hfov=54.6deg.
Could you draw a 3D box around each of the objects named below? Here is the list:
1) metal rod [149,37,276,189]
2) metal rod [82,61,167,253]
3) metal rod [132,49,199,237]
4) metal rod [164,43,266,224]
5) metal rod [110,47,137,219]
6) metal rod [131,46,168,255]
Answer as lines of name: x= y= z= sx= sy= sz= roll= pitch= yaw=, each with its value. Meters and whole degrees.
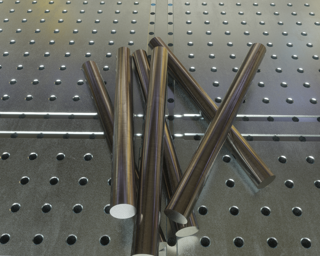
metal rod: x=0.057 y=-0.041 z=0.442 sx=0.025 sy=0.025 sz=0.300 roll=-20 pitch=53 yaw=-16
metal rod: x=-0.057 y=0.012 z=0.397 sx=0.025 sy=0.025 sz=0.300 roll=-16 pitch=52 yaw=-13
metal rod: x=-0.002 y=-0.006 z=0.412 sx=0.025 sy=0.025 sz=0.300 roll=-9 pitch=51 yaw=-8
metal rod: x=0.083 y=-0.017 z=0.388 sx=0.025 sy=0.025 sz=0.301 roll=21 pitch=53 yaw=17
metal rod: x=-0.047 y=-0.022 z=0.401 sx=0.025 sy=0.025 sz=0.300 roll=-4 pitch=42 yaw=-3
metal rod: x=-0.007 y=0.002 z=0.372 sx=0.025 sy=0.025 sz=0.300 roll=2 pitch=50 yaw=2
